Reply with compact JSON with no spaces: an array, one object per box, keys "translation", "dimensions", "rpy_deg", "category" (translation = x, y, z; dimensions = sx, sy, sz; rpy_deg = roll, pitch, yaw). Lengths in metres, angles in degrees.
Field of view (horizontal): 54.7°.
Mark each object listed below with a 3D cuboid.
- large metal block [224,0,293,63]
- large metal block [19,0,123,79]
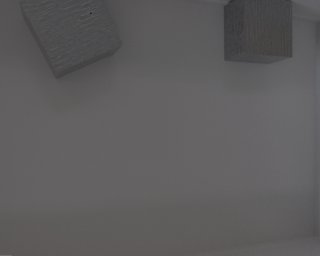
[{"translation":[0.141,-0.140,0.449],"dimensions":[0.081,0.050,0.080],"rpy_deg":[-1,91,-20],"category":"large metal block"},{"translation":[-0.102,-0.113,0.359],"dimensions":[0.080,0.050,0.080],"rpy_deg":[-29,100,-18],"category":"large metal block"}]
